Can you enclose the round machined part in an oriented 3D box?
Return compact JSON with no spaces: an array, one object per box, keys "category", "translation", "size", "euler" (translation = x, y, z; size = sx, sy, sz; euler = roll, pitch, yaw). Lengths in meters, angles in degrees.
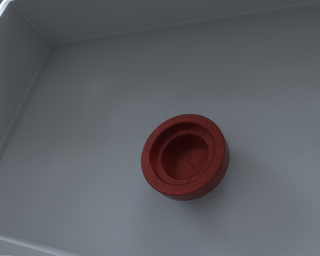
[{"category":"round machined part","translation":[0.032,0.036,0.355],"size":[0.098,0.042,0.098],"euler":[-13,56,20]}]
